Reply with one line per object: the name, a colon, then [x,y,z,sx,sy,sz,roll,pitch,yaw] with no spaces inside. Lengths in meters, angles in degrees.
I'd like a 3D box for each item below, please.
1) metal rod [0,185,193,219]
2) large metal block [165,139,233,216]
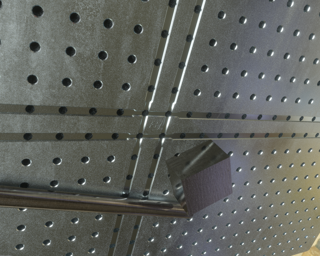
metal rod: [-0.070,0.110,0.441,0.302,0.025,0.025,15,111,-35]
large metal block: [0.062,0.076,0.478,0.081,0.050,0.080,-24,127,-14]
